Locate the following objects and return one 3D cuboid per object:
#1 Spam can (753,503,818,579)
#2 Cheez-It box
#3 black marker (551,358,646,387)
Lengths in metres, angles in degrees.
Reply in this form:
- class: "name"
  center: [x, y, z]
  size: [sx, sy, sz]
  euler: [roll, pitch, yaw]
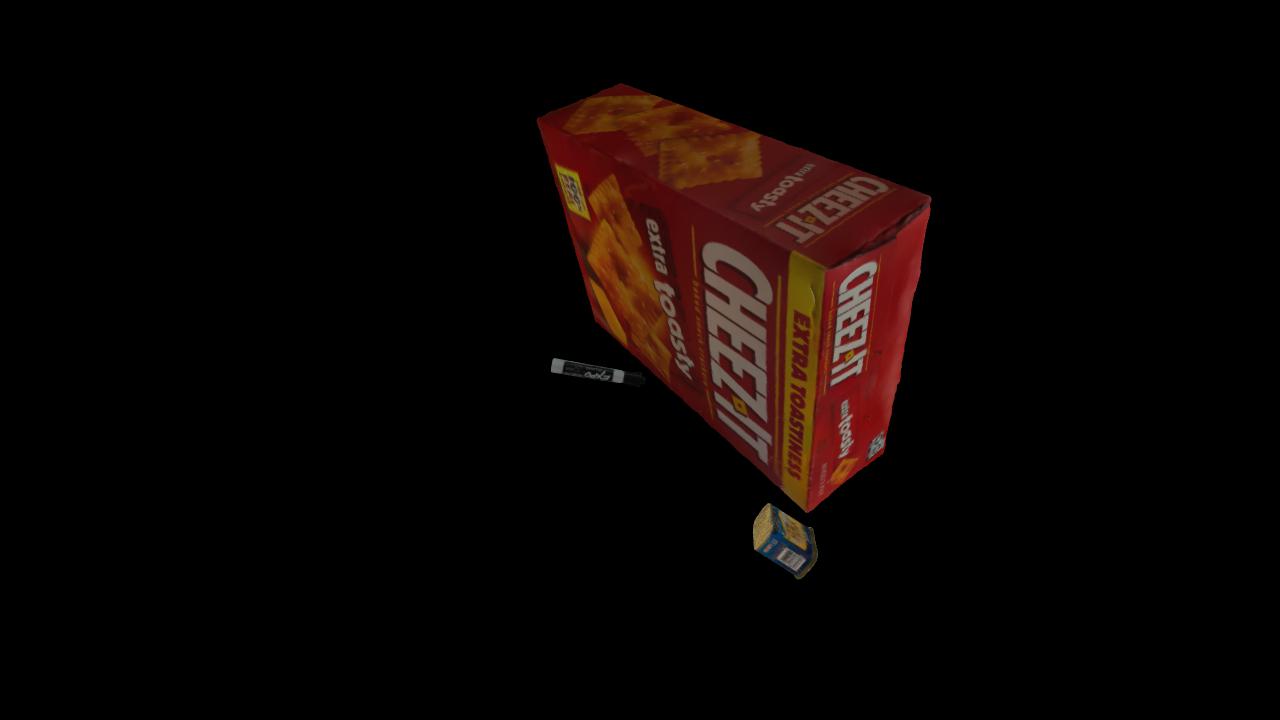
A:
- class: "Spam can"
  center: [0.233, 0.290, 0.997]
  size: [0.085, 0.058, 0.101]
  euler: [33, 18, -2]
- class: "Cheez-It box"
  center: [0.040, -0.044, 0.352]
  size: [0.071, 0.166, 0.223]
  euler: [-32, 48, -19]
- class: "black marker"
  center: [-0.053, 0.017, 0.786]
  size: [0.121, 0.020, 0.020]
  euler: [10, -1, -3]
